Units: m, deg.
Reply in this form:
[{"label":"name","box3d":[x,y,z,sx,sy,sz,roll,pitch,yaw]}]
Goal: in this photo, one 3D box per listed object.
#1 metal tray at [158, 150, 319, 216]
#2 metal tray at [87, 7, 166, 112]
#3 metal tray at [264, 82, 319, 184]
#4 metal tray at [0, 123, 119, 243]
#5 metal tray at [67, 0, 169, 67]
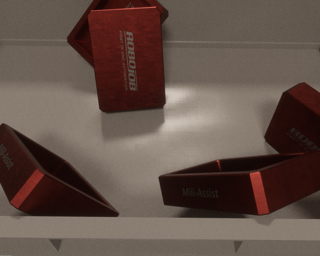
[{"label":"metal tray","box3d":[0.070,0.048,0.288,0.091,0.130,0.030,-10,87,-33]},{"label":"metal tray","box3d":[-0.042,-0.090,0.415,0.091,0.129,0.030,-6,19,-5]},{"label":"metal tray","box3d":[0.186,0.021,0.347,0.030,0.089,0.130,-28,56,-21]},{"label":"metal tray","box3d":[-0.105,0.047,0.290,0.130,0.090,0.030,26,77,49]},{"label":"metal tray","box3d":[-0.063,-0.147,0.450,0.090,0.130,0.030,44,19,3]}]
